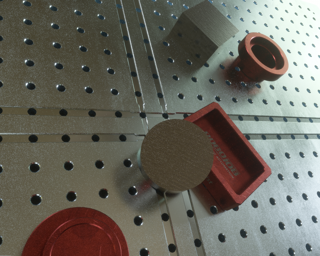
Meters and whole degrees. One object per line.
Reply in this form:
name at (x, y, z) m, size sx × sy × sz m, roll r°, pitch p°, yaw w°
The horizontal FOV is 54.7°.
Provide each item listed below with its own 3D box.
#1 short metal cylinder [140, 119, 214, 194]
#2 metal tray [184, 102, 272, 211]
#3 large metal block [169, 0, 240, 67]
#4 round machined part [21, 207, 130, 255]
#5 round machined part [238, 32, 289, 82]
short metal cylinder at (0.017, 0.035, 0.361) m, size 0.081 × 0.050 × 0.080 m, roll 1°, pitch 75°, yaw -5°
metal tray at (0.083, 0.035, 0.428) m, size 0.091 × 0.030 × 0.130 m, roll -30°, pitch 78°, yaw -38°
large metal block at (0.077, -0.165, 0.534) m, size 0.080 × 0.050 × 0.080 m, roll 45°, pitch 51°, yaw 3°
round machined part at (-0.074, 0.121, 0.284) m, size 0.099 × 0.042 × 0.098 m, roll 14°, pitch 56°, yaw -21°
round machined part at (0.184, -0.125, 0.573) m, size 0.099 × 0.042 × 0.098 m, roll 14°, pitch 56°, yaw -21°
